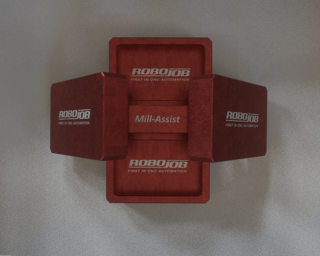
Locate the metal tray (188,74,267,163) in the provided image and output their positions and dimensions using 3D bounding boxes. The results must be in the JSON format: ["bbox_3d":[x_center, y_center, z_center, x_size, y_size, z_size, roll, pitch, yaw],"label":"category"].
[{"bbox_3d":[0.084,-0.009,0.364,0.030,0.131,0.089,1,90,42],"label":"metal tray"}]

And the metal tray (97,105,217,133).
[{"bbox_3d":[-0.003,-0.010,0.377,0.131,0.090,0.030,0,90,-1],"label":"metal tray"}]

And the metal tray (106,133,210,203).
[{"bbox_3d":[-0.002,0.050,0.405,0.131,0.030,0.089,0,90,-1],"label":"metal tray"}]

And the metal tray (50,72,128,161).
[{"bbox_3d":[-0.088,-0.012,0.363,0.030,0.130,0.089,1,90,-42],"label":"metal tray"}]

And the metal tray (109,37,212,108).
[{"bbox_3d":[0.001,-0.070,0.407,0.131,0.030,0.089,0,91,-1],"label":"metal tray"}]
